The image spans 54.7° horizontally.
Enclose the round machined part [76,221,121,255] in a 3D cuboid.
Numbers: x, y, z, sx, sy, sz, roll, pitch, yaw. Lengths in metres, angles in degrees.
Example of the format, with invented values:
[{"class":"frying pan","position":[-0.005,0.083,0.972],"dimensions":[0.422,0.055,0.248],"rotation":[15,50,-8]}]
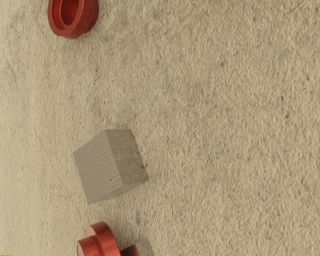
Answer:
[{"class":"round machined part","position":[-0.090,0.188,0.442],"dimensions":[0.098,0.042,0.097],"rotation":[32,127,54]}]

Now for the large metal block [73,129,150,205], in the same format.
[{"class":"large metal block","position":[-0.072,0.055,0.446],"dimensions":[0.080,0.050,0.080],"rotation":[-33,70,35]}]

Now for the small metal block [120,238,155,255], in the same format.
[{"class":"small metal block","position":[-0.032,0.189,0.429],"dimensions":[0.050,0.025,0.050],"rotation":[-38,67,33]}]

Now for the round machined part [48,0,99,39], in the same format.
[{"class":"round machined part","position":[-0.137,-0.193,0.504],"dimensions":[0.098,0.042,0.097],"rotation":[0,90,39]}]
